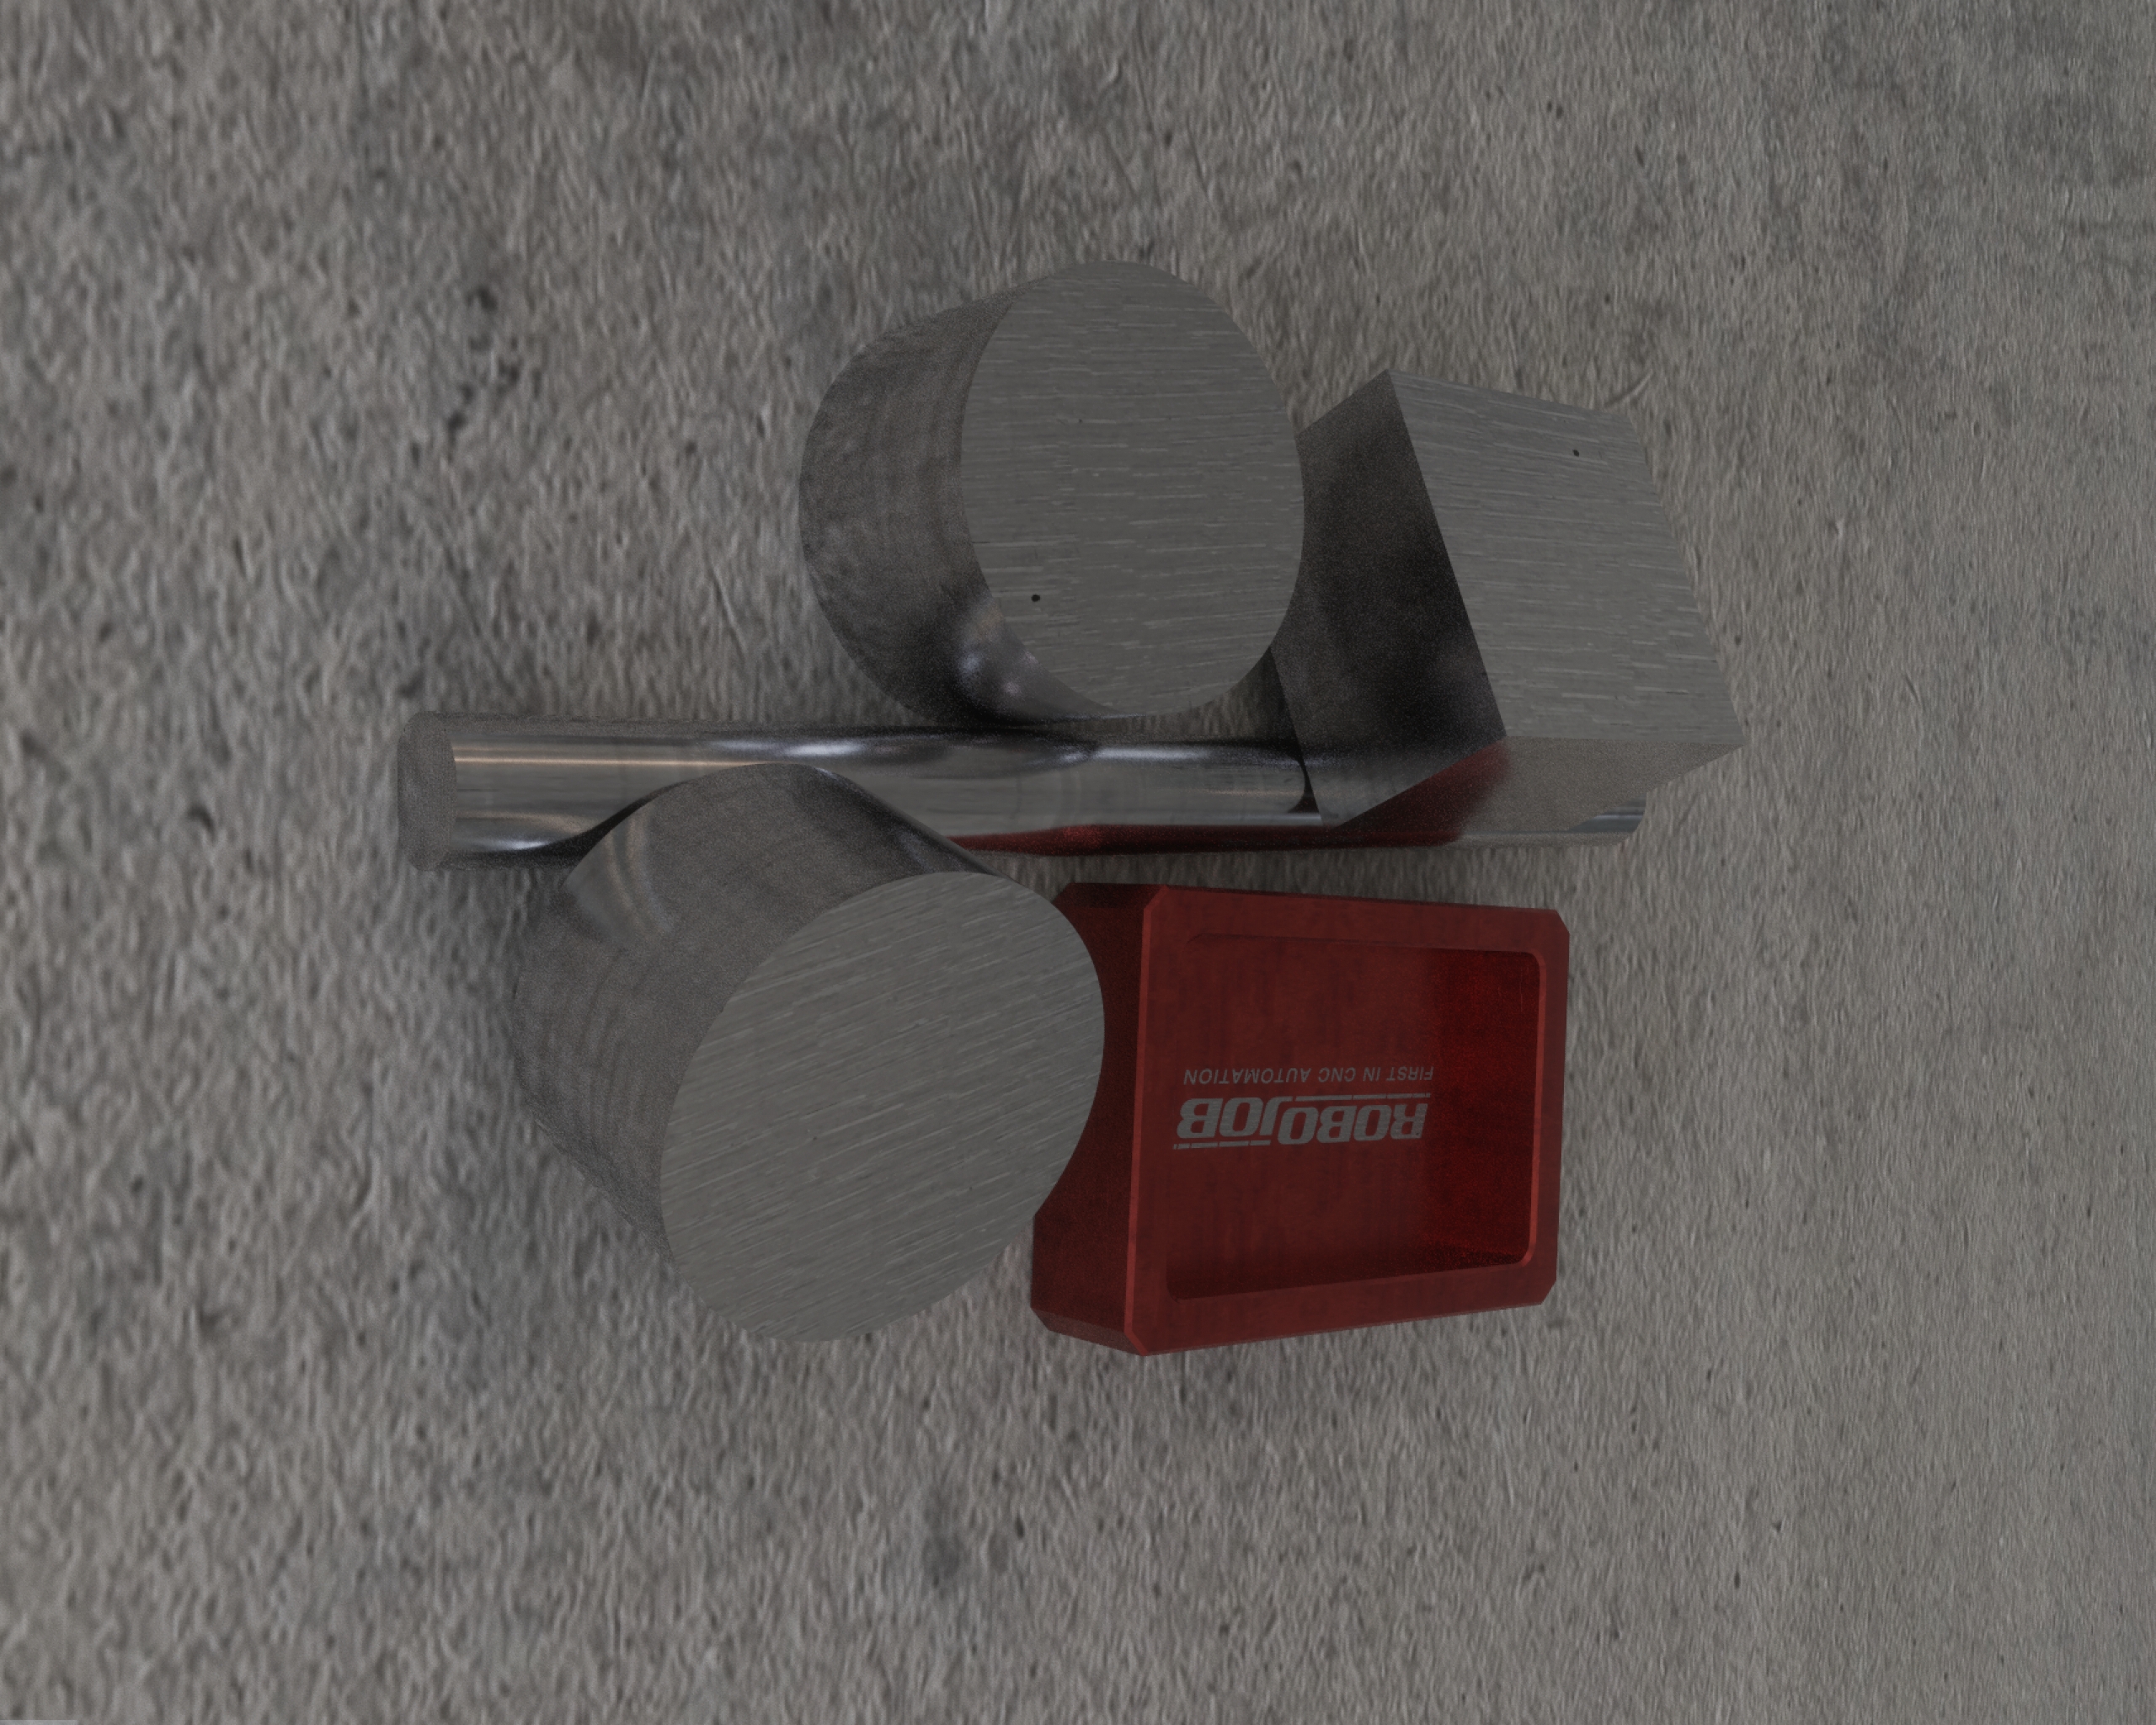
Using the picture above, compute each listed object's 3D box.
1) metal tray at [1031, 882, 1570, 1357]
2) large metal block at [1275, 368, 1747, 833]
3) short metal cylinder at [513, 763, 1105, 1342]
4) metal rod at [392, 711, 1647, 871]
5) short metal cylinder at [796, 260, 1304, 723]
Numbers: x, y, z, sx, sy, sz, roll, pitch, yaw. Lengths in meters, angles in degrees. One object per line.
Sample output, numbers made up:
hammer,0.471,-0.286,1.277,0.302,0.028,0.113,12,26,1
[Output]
metal tray,0.052,0.052,0.445,0.131,0.030,0.089,4,87,-40
large metal block,0.087,-0.053,0.447,0.081,0.050,0.080,-1,70,-40
short metal cylinder,-0.043,0.030,0.338,0.081,0.050,0.079,-19,123,-33
metal rod,0.015,-0.014,0.420,0.302,0.025,0.025,-1,91,-40
short metal cylinder,-0.004,-0.066,0.386,0.081,0.050,0.080,0,89,-40
